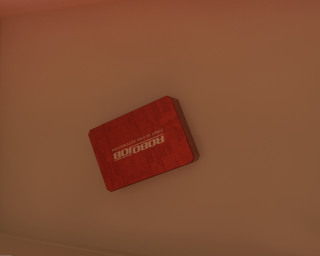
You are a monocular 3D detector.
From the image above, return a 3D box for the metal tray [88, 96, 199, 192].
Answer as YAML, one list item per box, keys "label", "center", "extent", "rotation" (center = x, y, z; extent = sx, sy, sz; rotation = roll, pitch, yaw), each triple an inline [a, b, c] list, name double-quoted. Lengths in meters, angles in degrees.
- label: "metal tray"
  center: [-0.024, 0.023, 0.417]
  extent: [0.130, 0.030, 0.090]
  rotation: [-23, 83, 18]
